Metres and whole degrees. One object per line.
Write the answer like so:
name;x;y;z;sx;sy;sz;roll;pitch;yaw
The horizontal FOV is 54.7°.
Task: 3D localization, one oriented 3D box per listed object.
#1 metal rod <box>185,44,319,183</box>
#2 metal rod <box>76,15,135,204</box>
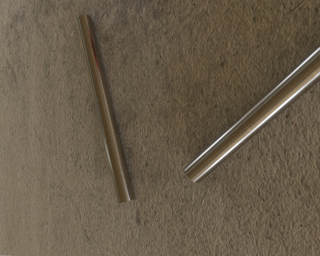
metal rod;0.128;-0.040;0.298;0.299;0.025;0.025;-47;62;29
metal rod;-0.086;-0.036;0.472;0.025;0.025;0.299;-25;75;37
